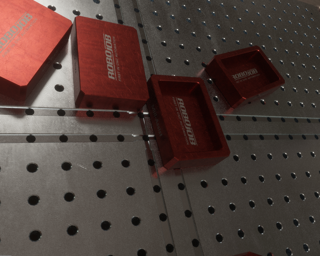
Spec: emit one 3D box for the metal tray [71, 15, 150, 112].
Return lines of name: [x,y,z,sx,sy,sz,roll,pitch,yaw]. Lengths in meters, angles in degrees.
metal tray: [-0.070,-0.088,0.422,0.091,0.030,0.130,3,60,-27]

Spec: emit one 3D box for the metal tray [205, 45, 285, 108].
metal tray: [0.152,-0.094,0.546,0.131,0.030,0.090,-22,74,-36]

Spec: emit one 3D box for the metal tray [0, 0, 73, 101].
metal tray: [-0.175,-0.104,0.375,0.090,0.030,0.130,27,52,-12]

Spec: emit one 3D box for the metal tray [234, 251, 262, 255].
metal tray: [0.143,0.207,0.357,0.131,0.030,0.090,23,53,-15]

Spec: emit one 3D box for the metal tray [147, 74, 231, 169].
metal tray: [0.035,-0.012,0.432,0.091,0.030,0.130,-2,63,-29]
